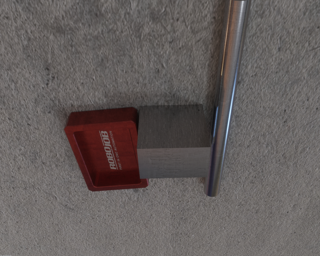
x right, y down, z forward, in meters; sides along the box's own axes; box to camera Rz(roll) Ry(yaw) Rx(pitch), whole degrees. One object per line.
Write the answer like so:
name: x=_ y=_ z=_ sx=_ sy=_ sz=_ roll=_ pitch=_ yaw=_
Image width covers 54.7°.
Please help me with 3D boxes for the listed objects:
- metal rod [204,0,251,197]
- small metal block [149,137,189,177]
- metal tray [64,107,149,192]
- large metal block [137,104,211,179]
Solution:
metal rod: x=0.079 y=-0.014 z=0.396 sx=0.025 sy=0.025 sz=0.298 roll=-1 pitch=130 yaw=0
small metal block: x=0.011 y=0.040 z=0.425 sx=0.050 sy=0.050 sz=0.025 roll=2 pitch=130 yaw=-2
metal tray: x=-0.068 y=0.034 z=0.431 sx=0.091 sy=0.030 sz=0.129 roll=-5 pitch=130 yaw=3
large metal block: x=0.015 y=0.015 z=0.384 sx=0.081 sy=0.080 sz=0.050 roll=-1 pitch=130 yaw=0
